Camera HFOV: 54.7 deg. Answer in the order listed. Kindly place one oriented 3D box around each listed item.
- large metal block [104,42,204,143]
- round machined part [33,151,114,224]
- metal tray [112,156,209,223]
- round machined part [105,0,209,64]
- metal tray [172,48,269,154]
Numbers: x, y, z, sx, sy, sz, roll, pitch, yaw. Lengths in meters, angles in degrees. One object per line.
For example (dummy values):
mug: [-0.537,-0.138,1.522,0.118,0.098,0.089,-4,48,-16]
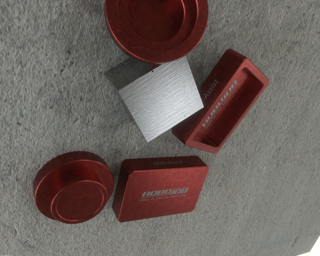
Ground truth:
large metal block: [-0.005,-0.044,0.361,0.080,0.050,0.080,-33,130,-7]
round machined part: [-0.105,0.081,0.390,0.099,0.042,0.097,-14,125,-21]
metal tray: [0.001,0.089,0.461,0.131,0.030,0.089,0,118,-29]
round machined part: [-0.005,-0.113,0.308,0.099,0.042,0.097,-2,97,-13]
metal tray: [0.083,-0.030,0.418,0.090,0.030,0.129,20,108,-51]
